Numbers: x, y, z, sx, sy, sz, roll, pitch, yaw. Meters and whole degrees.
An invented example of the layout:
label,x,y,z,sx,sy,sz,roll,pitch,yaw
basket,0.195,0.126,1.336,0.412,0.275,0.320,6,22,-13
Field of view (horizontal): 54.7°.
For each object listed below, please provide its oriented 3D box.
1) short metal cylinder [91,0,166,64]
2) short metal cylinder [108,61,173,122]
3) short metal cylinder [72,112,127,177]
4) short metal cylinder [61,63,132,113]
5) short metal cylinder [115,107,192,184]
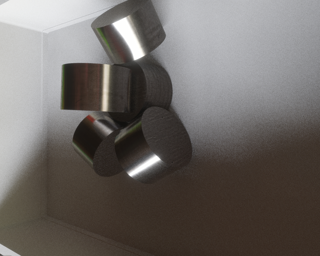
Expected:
label,x,y,z,sx,sy,sz,roll,pitch,yaw
short metal cylinder,-0.039,-0.125,0.393,0.080,0.080,0.050,5,136,40
short metal cylinder,-0.030,-0.048,0.412,0.080,0.050,0.080,0,90,40
short metal cylinder,-0.072,0.020,0.428,0.050,0.081,0.079,36,112,34
short metal cylinder,-0.074,-0.045,0.364,0.080,0.081,0.050,4,93,40
short metal cylinder,-0.007,0.021,0.375,0.050,0.081,0.080,-36,68,35
